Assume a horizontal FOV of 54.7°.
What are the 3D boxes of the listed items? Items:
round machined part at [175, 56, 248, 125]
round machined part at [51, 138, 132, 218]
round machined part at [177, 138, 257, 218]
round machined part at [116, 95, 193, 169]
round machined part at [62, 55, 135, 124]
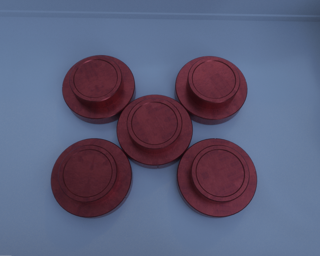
[{"bbox_3d":[0.070,-0.057,0.421,0.099,0.042,0.098,0,70,-1],"label":"round machined part"},{"bbox_3d":[-0.084,0.059,0.377,0.099,0.042,0.098,0,70,-1],"label":"round machined part"},{"bbox_3d":[0.070,0.058,0.379,0.099,0.042,0.098,0,70,-1],"label":"round machined part"},{"bbox_3d":[-0.007,0.000,0.398,0.099,0.042,0.098,0,70,-1],"label":"round machined part"},{"bbox_3d":[-0.083,-0.058,0.419,0.099,0.042,0.098,0,70,-1],"label":"round machined part"}]
